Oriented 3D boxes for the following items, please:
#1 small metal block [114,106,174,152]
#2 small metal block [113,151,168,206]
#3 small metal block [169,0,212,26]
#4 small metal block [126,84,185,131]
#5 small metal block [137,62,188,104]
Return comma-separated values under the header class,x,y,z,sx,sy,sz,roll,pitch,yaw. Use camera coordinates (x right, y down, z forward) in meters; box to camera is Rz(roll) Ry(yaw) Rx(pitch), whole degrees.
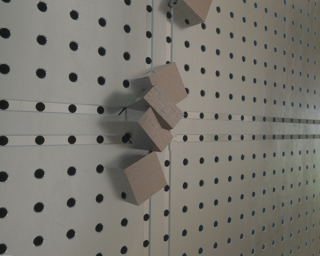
class,x,y,z,sx,sy,sz,roll,pitch,yaw
small metal block,-0.020,0.001,0.375,0.025,0.050,0.050,-51,120,-26
small metal block,-0.024,0.060,0.388,0.050,0.025,0.050,-30,109,-36
small metal block,0.047,-0.185,0.447,0.050,0.025,0.050,31,71,-36
small metal block,-0.007,-0.021,0.379,0.050,0.050,0.025,46,62,-14
small metal block,0.004,-0.053,0.411,0.050,0.025,0.050,-35,112,-35
